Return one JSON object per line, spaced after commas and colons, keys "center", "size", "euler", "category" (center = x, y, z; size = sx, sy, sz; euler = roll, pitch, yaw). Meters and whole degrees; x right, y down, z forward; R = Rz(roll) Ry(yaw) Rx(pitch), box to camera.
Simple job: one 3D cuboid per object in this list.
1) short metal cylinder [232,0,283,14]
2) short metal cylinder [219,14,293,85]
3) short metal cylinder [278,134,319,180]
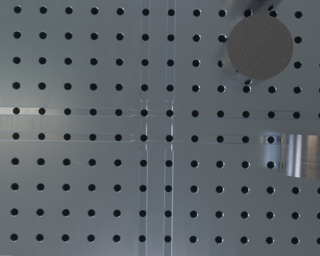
{"center": [0.133, -0.196, 0.402], "size": [0.081, 0.050, 0.079], "euler": [0, 90, 0], "category": "short metal cylinder"}
{"center": [0.122, -0.099, 0.402], "size": [0.081, 0.050, 0.079], "euler": [0, 90, 0], "category": "short metal cylinder"}
{"center": [0.192, 0.034, 0.387], "size": [0.081, 0.080, 0.050], "euler": [3, 90, 0], "category": "short metal cylinder"}
